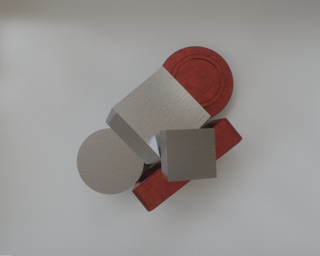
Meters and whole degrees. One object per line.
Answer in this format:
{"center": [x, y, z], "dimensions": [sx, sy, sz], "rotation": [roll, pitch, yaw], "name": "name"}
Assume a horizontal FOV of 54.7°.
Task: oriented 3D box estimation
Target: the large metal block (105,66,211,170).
{"center": [-0.003, -0.010, 0.362], "dimensions": [0.080, 0.050, 0.080], "rotation": [46, 65, 0], "name": "large metal block"}

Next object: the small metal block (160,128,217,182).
{"center": [0.028, 0.026, 0.315], "dimensions": [0.050, 0.025, 0.050], "rotation": [-2, 89, -14], "name": "small metal block"}

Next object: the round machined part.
{"center": [0.046, -0.058, 0.402], "dimensions": [0.099, 0.042, 0.097], "rotation": [0, 90, -1], "name": "round machined part"}

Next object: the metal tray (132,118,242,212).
{"center": [0.030, 0.040, 0.377], "dimensions": [0.130, 0.090, 0.030], "rotation": [-38, 90, -1], "name": "metal tray"}

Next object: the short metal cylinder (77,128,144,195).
{"center": [-0.060, 0.040, 0.396], "dimensions": [0.081, 0.050, 0.079], "rotation": [0, 90, -1], "name": "short metal cylinder"}
